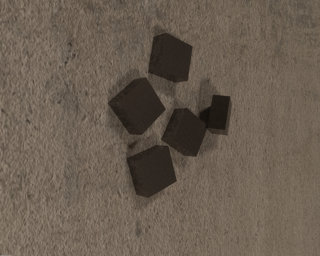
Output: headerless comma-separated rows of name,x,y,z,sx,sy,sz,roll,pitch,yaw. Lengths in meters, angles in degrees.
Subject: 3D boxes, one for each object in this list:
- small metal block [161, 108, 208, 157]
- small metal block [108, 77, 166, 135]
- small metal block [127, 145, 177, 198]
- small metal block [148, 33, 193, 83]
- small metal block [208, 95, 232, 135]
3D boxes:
small metal block,0.036,0.007,0.437,0.050,0.025,0.050,37,67,-34
small metal block,-0.027,-0.027,0.383,0.050,0.025,0.050,-48,119,-30
small metal block,-0.010,0.054,0.399,0.050,0.025,0.050,-23,105,-38
small metal block,0.015,-0.093,0.419,0.050,0.025,0.050,14,81,-39
small metal block,0.092,-0.019,0.469,0.050,0.025,0.050,34,65,-71
